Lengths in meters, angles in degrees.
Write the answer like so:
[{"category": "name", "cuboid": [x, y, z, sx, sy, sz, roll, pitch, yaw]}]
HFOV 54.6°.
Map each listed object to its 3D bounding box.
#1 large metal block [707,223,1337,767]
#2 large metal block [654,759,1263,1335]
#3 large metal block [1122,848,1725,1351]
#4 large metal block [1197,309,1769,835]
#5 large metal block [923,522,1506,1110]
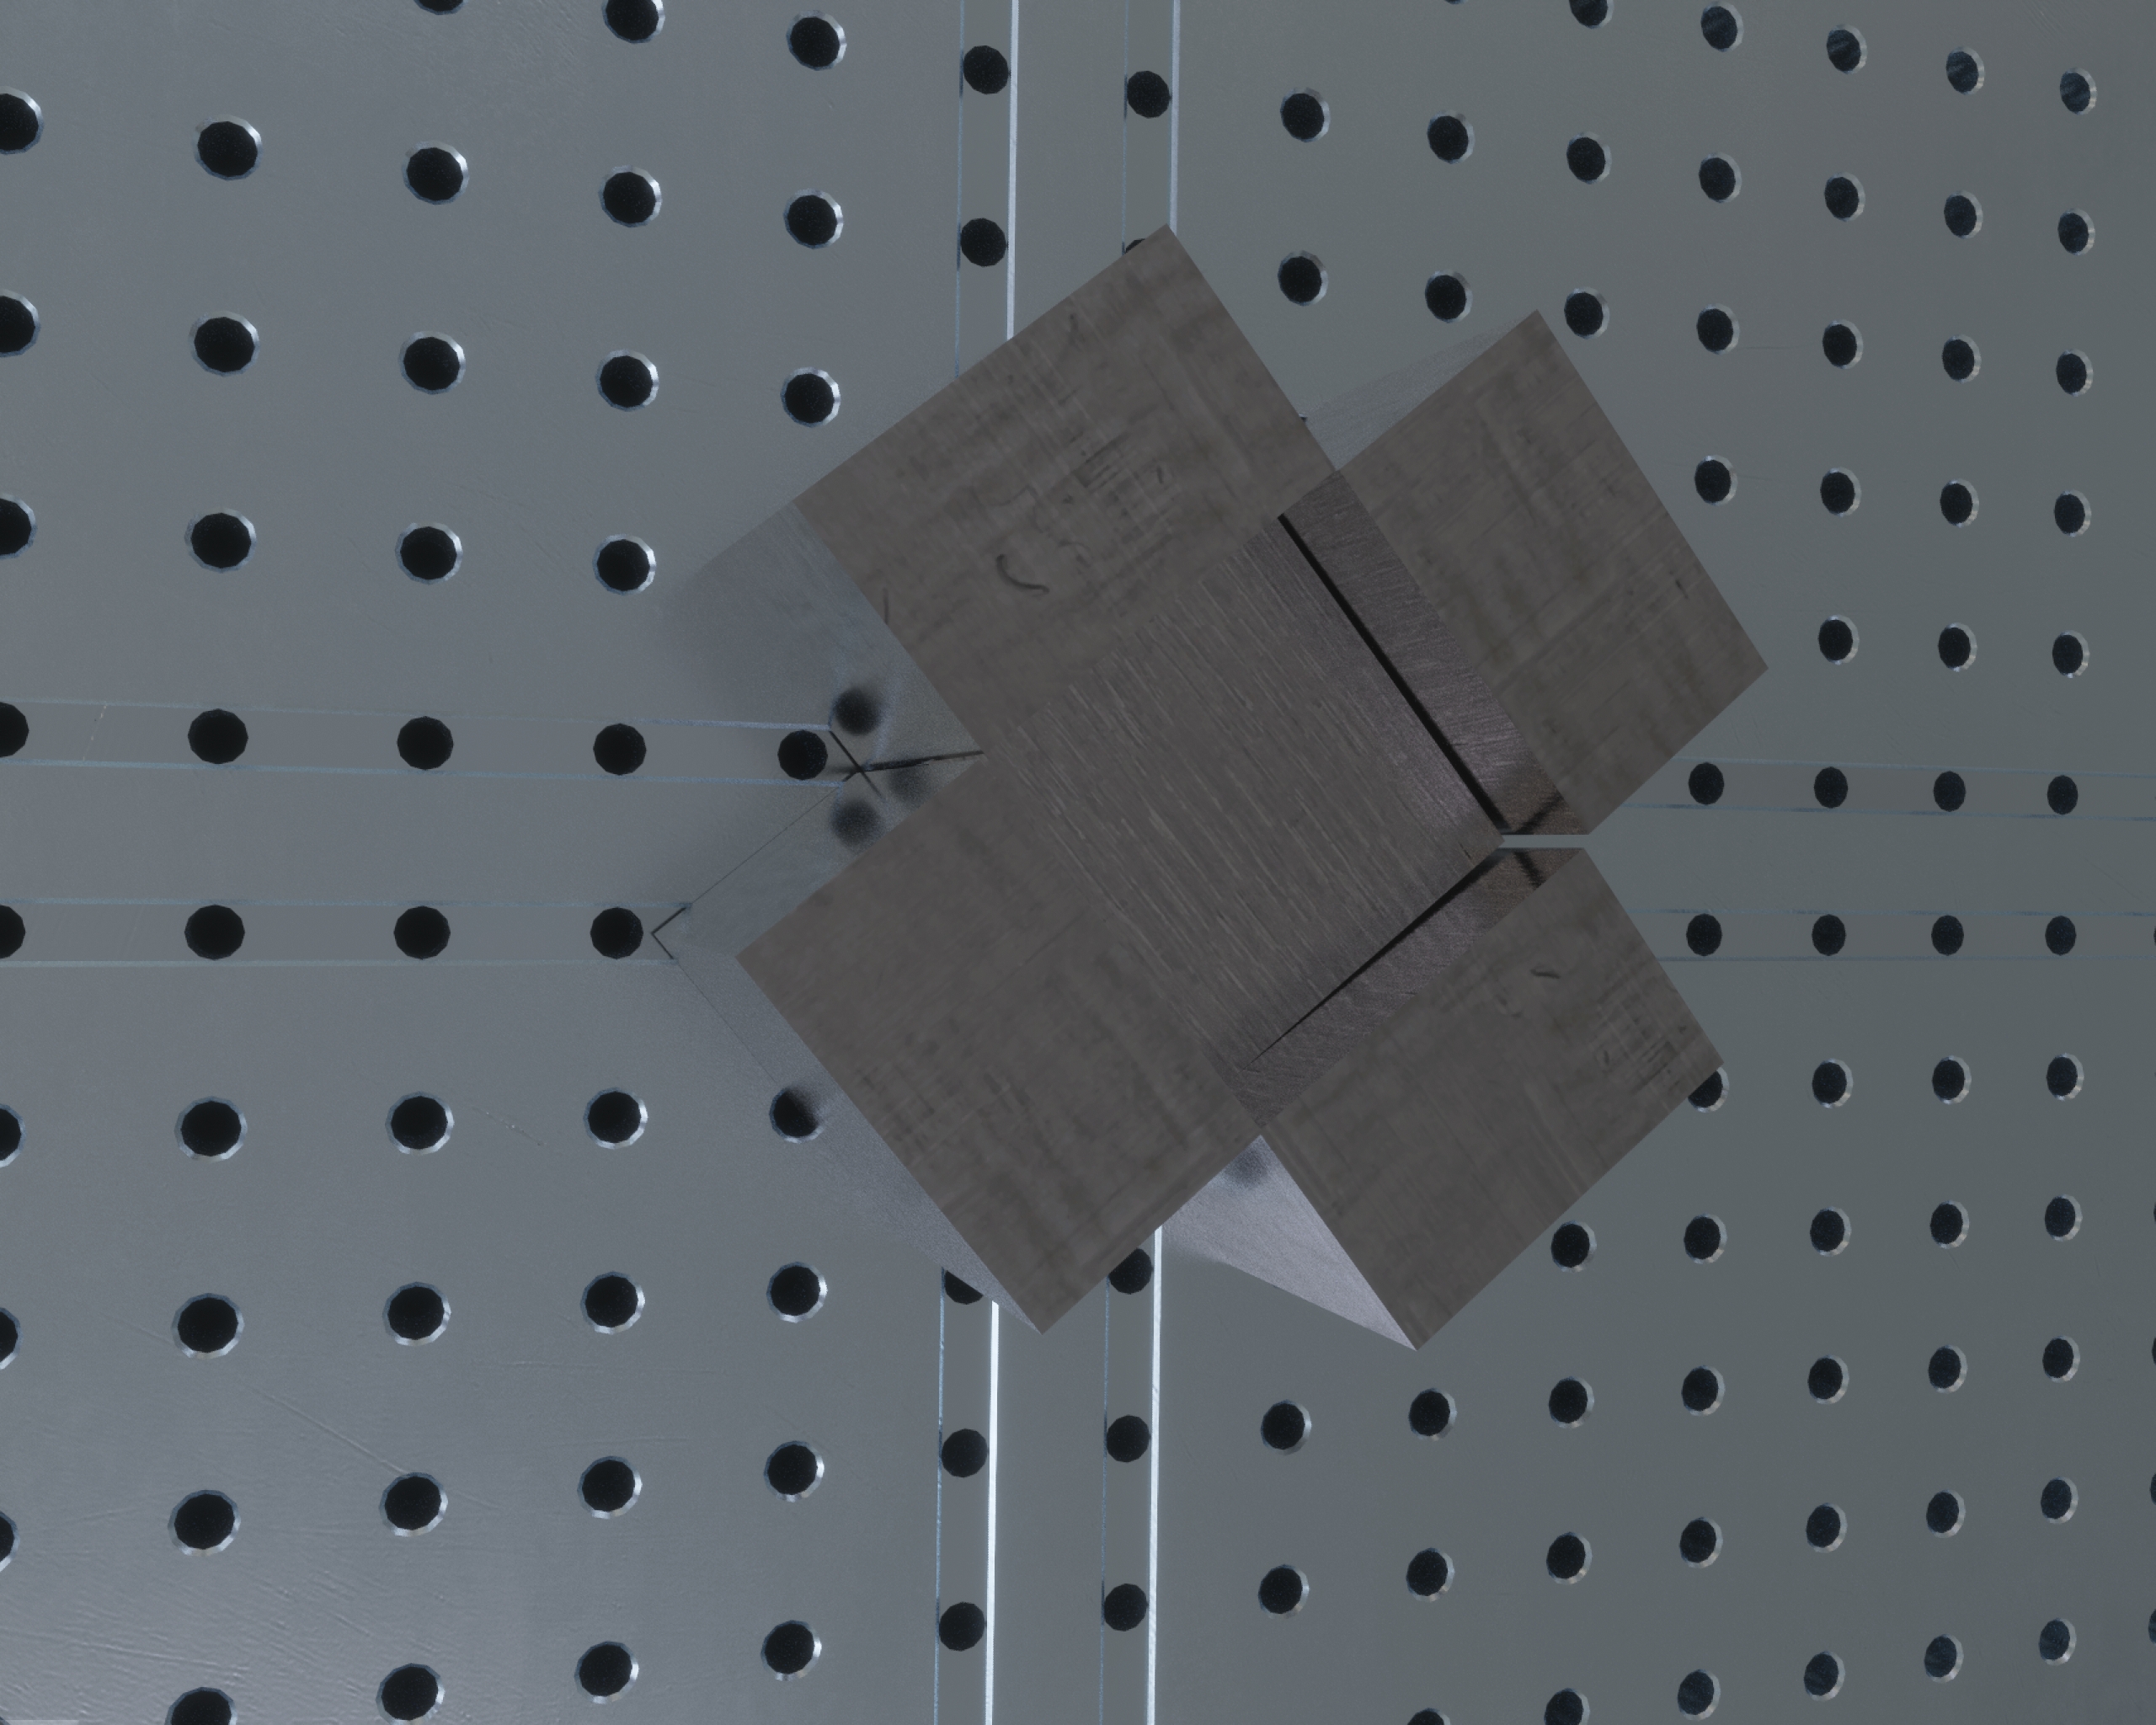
[{"category": "large metal block", "cuboid": [-0.014, -0.062, 0.378, 0.080, 0.080, 0.050, -40, 103, -15]}, {"category": "large metal block", "cuboid": [-0.025, 0.030, 0.374, 0.050, 0.080, 0.080, -41, 103, -15]}, {"category": "large metal block", "cuboid": [0.061, 0.041, 0.407, 0.080, 0.080, 0.050, -39, 103, -16]}, {"category": "large metal block", "cuboid": [0.073, -0.052, 0.410, 0.050, 0.080, 0.080, -41, 103, -16]}, {"category": "large metal block", "cuboid": [0.020, -0.011, 0.405, 0.080, 0.050, 0.080, -40, 101, -14]}]
